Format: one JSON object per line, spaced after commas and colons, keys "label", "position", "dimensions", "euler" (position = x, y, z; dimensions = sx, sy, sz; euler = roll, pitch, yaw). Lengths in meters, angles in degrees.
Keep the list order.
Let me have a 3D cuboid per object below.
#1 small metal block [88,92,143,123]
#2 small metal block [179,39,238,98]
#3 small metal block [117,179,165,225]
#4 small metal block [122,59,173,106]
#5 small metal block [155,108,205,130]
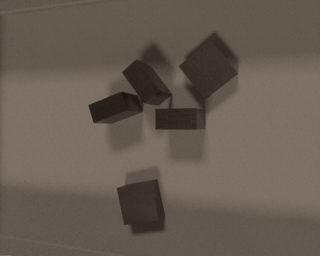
{"label": "small metal block", "position": [-0.058, -0.026, 0.417], "dimensions": [0.050, 0.050, 0.025], "euler": [-19, 84, 18]}
{"label": "small metal block", "position": [0.061, -0.073, 0.389], "dimensions": [0.050, 0.025, 0.050], "euler": [-39, 78, 15]}
{"label": "small metal block", "position": [-0.026, 0.100, 0.419], "dimensions": [0.050, 0.025, 0.050], "euler": [-14, 86, 19]}
{"label": "small metal block", "position": [-0.015, -0.057, 0.402], "dimensions": [0.025, 0.050, 0.050], "euler": [-39, 78, 16]}
{"label": "small metal block", "position": [0.027, -0.011, 0.387], "dimensions": [0.050, 0.050, 0.025], "euler": [0, 90, 19]}
